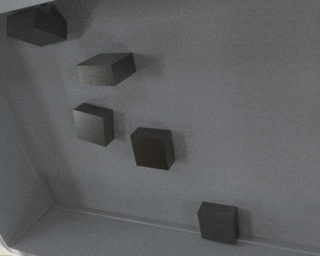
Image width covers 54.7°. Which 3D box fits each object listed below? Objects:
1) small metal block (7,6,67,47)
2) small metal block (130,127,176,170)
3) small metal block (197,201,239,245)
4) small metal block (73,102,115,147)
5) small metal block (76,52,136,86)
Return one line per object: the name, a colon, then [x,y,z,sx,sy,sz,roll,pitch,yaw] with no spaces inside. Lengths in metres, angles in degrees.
small metal block: [-0.155,-0.126,0.393,0.050,0.050,0.025,-4,86,30]
small metal block: [-0.009,0.028,0.431,0.050,0.025,0.050,5,121,25]
small metal block: [0.085,0.138,0.449,0.050,0.025,0.050,2,120,27]
small metal block: [-0.096,-0.005,0.456,0.050,0.025,0.050,15,125,20]
small metal block: [-0.065,-0.073,0.382,0.050,0.050,0.025,5,121,26]
